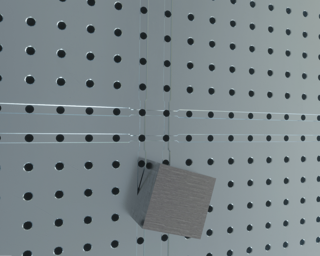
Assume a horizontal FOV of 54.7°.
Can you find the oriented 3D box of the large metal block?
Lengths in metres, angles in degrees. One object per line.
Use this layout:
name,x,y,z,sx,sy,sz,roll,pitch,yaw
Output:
large metal block,0.017,0.092,0.407,0.081,0.050,0.080,17,84,-20
